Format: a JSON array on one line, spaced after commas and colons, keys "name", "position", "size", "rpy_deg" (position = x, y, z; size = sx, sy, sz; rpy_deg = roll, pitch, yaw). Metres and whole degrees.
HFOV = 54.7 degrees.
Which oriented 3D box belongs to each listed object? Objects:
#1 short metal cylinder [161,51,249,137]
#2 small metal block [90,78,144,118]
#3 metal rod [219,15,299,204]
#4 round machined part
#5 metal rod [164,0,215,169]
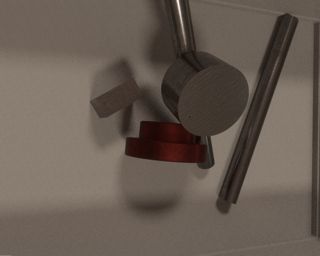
[{"name": "short metal cylinder", "position": [0.048, -0.037, 0.337], "size": [0.081, 0.050, 0.079], "rpy_deg": [-10, 121, -16]}, {"name": "small metal block", "position": [-0.054, -0.035, 0.378], "size": [0.050, 0.050, 0.025], "rpy_deg": [-32, 101, -17]}, {"name": "metal rod", "position": [0.151, -0.032, 0.468], "size": [0.025, 0.025, 0.299], "rpy_deg": [24, 82, -19]}, {"name": "round machined part", "position": [0.009, 0.015, 0.376], "size": [0.099, 0.098, 0.042], "rpy_deg": [6, 89, -20]}, {"name": "metal rod", "position": [0.033, -0.072, 0.358], "size": [0.025, 0.025, 0.298], "rpy_deg": [-27, 125, -18]}]
